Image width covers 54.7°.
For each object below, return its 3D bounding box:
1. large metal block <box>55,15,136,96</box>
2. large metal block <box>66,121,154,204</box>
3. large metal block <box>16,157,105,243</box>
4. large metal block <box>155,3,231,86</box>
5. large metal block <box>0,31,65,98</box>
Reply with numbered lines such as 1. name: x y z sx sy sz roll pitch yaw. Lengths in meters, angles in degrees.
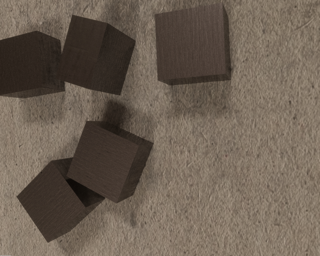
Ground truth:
1. large metal block: -0.081 -0.091 0.407 0.050 0.080 0.080 19 96 19
2. large metal block: -0.066 0.042 0.418 0.080 0.050 0.080 24 98 18
3. large metal block: -0.142 0.100 0.444 0.080 0.050 0.080 -44 77 14
4. large metal block: 0.042 -0.098 0.380 0.080 0.050 0.079 -3 89 19
5. large metal block: -0.195 -0.091 0.463 0.080 0.050 0.080 -7 88 19
